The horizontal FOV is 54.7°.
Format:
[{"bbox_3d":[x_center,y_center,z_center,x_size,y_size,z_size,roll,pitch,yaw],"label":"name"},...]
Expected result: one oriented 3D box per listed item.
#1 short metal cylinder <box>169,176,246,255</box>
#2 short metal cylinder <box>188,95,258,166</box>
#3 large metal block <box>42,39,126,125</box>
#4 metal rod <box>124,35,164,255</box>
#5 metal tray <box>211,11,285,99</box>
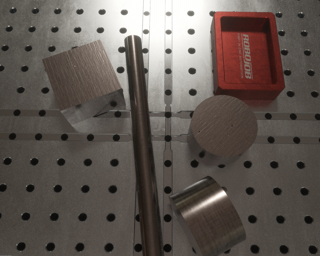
[{"bbox_3d":[0.051,0.101,0.346,0.050,0.080,0.080,-26,73,-9],"label":"short metal cylinder"},{"bbox_3d":[0.078,0.004,0.398,0.081,0.050,0.080,0,70,0],"label":"short metal cylinder"},{"bbox_3d":[-0.101,-0.061,0.420,0.080,0.050,0.080,-22,72,-8],"label":"large metal block"},{"bbox_3d":[-0.024,0.010,0.407,0.025,0.025,0.299,-6,70,-3],"label":"metal rod"},{"bbox_3d":[0.124,-0.107,0.449,0.091,0.030,0.130,1,70,0],"label":"metal tray"}]
